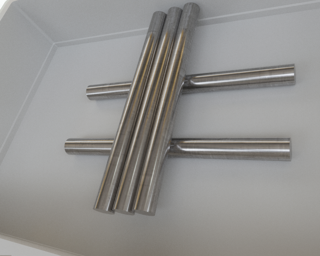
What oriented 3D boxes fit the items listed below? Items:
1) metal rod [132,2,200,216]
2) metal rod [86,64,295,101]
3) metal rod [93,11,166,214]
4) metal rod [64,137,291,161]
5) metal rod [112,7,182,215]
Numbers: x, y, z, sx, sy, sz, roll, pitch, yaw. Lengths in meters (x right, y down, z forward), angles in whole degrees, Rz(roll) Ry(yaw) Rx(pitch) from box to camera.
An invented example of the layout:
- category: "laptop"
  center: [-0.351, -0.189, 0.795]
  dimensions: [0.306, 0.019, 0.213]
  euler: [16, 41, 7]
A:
- category: "metal rod"
  center: [0.014, -0.042, 0.389]
  dimensions: [0.025, 0.025, 0.300]
  euler: [-1, 61, 28]
- category: "metal rod"
  center: [0.023, -0.060, 0.429]
  dimensions: [0.300, 0.025, 0.025]
  euler: [-1, 61, 27]
- category: "metal rod"
  center: [-0.031, -0.038, 0.411]
  dimensions: [0.025, 0.025, 0.300]
  euler: [-1, 61, 28]
- category: "metal rod"
  center: [0.002, 0.025, 0.389]
  dimensions: [0.300, 0.025, 0.025]
  euler: [-1, 61, 27]
- category: "metal rod"
  center: [-0.008, -0.040, 0.400]
  dimensions: [0.025, 0.025, 0.300]
  euler: [-1, 61, 28]
